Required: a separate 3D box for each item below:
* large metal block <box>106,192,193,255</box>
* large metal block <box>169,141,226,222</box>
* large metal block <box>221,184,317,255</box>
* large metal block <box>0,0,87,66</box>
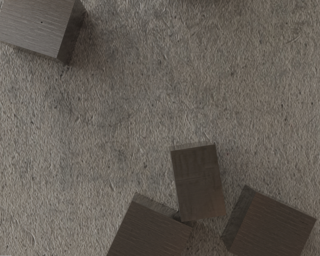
[{"bbox_3d":[-0.014,0.140,0.397,0.080,0.050,0.080,25,90,0],"label":"large metal block"},{"bbox_3d":[0.043,0.061,0.383,0.050,0.080,0.080,-9,90,0],"label":"large metal block"},{"bbox_3d":[0.136,0.130,0.399,0.080,0.050,0.080,25,90,0],"label":"large metal block"},{"bbox_3d":[-0.150,-0.134,0.396,0.080,0.050,0.080,18,90,0],"label":"large metal block"}]
